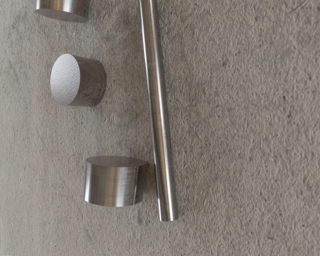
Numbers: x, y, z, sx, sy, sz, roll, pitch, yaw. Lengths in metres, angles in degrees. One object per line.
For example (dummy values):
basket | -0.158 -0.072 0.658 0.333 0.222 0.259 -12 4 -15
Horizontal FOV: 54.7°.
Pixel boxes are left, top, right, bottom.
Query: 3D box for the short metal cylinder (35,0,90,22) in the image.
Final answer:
short metal cylinder | -0.155 -0.205 0.497 0.080 0.081 0.050 12 98 39

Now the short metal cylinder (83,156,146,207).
short metal cylinder | -0.061 0.069 0.420 0.080 0.081 0.050 8 95 40

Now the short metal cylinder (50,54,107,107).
short metal cylinder | -0.131 -0.075 0.497 0.080 0.050 0.079 0 90 40

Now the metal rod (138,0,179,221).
metal rod | -0.003 -0.032 0.407 0.025 0.025 0.298 -9 84 39
